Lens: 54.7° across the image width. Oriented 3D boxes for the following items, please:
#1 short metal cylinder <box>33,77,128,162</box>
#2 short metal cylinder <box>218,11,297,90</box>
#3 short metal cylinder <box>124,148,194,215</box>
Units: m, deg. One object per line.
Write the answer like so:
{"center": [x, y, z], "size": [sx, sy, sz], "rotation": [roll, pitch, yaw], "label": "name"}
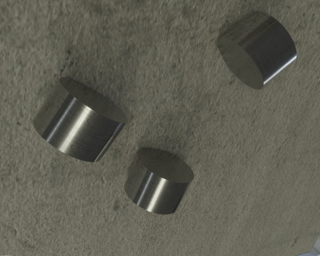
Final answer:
{"center": [-0.081, -0.009, 0.322], "size": [0.080, 0.080, 0.050], "rotation": [28, 103, -38], "label": "short metal cylinder"}
{"center": [0.117, -0.094, 0.379], "size": [0.050, 0.080, 0.080], "rotation": [-40, 130, -2], "label": "short metal cylinder"}
{"center": [-0.001, 0.069, 0.415], "size": [0.081, 0.080, 0.050], "rotation": [11, 113, -33], "label": "short metal cylinder"}
